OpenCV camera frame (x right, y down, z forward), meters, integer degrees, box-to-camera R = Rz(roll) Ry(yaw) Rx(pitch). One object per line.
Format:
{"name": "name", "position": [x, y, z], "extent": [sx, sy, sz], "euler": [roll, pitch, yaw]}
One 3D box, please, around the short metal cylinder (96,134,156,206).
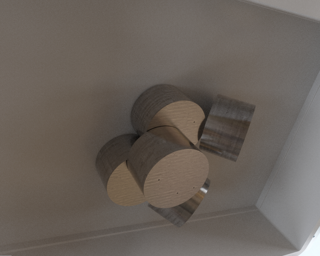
{"name": "short metal cylinder", "position": [-0.038, 0.055, 0.406], "extent": [0.081, 0.050, 0.079], "euler": [-14, 125, -21]}

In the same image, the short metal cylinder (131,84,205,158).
{"name": "short metal cylinder", "position": [0.010, -0.009, 0.391], "extent": [0.081, 0.050, 0.079], "euler": [-14, 125, -21]}

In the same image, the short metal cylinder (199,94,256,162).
{"name": "short metal cylinder", "position": [0.090, 0.000, 0.415], "extent": [0.080, 0.050, 0.080], "euler": [18, 91, -77]}

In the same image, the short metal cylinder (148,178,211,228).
{"name": "short metal cylinder", "position": [0.027, 0.091, 0.435], "extent": [0.050, 0.080, 0.080], "euler": [35, 101, 2]}

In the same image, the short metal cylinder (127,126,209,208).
{"name": "short metal cylinder", "position": [0.009, 0.045, 0.358], "extent": [0.081, 0.050, 0.079], "euler": [-14, 125, -21]}
